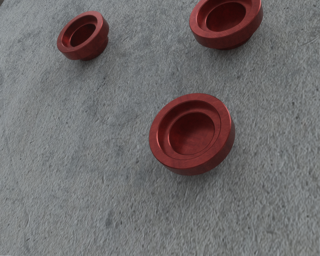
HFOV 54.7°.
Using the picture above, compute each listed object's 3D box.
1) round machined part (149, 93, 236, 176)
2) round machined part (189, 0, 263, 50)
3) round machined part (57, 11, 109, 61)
[{"bbox_3d":[0.040,0.010,0.366,0.098,0.042,0.098,-13,56,21],"label":"round machined part"},{"bbox_3d":[0.094,-0.149,0.435,0.098,0.042,0.098,-13,56,21],"label":"round machined part"},{"bbox_3d":[-0.134,-0.161,0.563,0.098,0.042,0.098,-13,56,21],"label":"round machined part"}]
